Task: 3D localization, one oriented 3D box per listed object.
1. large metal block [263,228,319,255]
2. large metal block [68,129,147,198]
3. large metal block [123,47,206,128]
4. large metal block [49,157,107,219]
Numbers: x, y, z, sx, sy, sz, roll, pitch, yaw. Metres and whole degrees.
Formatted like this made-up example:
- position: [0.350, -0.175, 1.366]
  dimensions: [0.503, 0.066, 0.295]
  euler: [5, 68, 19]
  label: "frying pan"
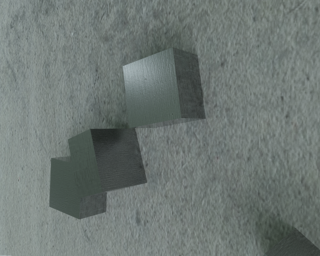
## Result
- position: [0.123, 0.144, 0.267]
  dimensions: [0.080, 0.081, 0.050]
  euler: [44, 116, 31]
  label: "large metal block"
- position: [-0.071, 0.046, 0.425]
  dimensions: [0.050, 0.081, 0.080]
  euler: [-22, 77, 38]
  label: "large metal block"
- position: [0.004, -0.045, 0.384]
  dimensions: [0.080, 0.050, 0.080]
  euler: [-10, 83, 39]
  label: "large metal block"
- position: [-0.130, 0.090, 0.493]
  dimensions: [0.080, 0.050, 0.079]
  euler: [5, 93, 39]
  label: "large metal block"
